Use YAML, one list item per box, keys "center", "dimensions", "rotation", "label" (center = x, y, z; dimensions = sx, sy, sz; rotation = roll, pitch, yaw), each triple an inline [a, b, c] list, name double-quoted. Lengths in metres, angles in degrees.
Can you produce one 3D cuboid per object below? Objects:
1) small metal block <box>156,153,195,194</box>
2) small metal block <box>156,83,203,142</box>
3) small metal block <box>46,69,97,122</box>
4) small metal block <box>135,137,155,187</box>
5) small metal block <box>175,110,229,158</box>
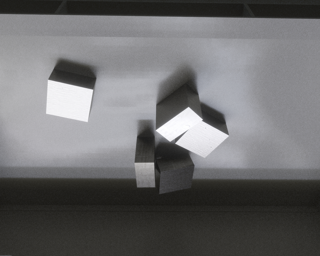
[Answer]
- center: [0.021, 0.068, 0.459]
  dimensions: [0.050, 0.025, 0.050]
  rotation: [-9, 132, -14]
  label: "small metal block"
- center: [0.022, -0.019, 0.376]
  dimensions: [0.050, 0.050, 0.025]
  rotation: [-36, 122, 26]
  label: "small metal block"
- center: [-0.108, -0.039, 0.375]
  dimensions: [0.050, 0.025, 0.050]
  rotation: [12, 129, -10]
  label: "small metal block"
- center: [-0.020, 0.047, 0.433]
  dimensions: [0.025, 0.050, 0.050]
  rotation: [-1, 130, 1]
  label: "small metal block"
- center: [0.055, 0.007, 0.416]
  dimensions: [0.050, 0.025, 0.050]
  rotation: [27, 125, -21]
  label: "small metal block"
